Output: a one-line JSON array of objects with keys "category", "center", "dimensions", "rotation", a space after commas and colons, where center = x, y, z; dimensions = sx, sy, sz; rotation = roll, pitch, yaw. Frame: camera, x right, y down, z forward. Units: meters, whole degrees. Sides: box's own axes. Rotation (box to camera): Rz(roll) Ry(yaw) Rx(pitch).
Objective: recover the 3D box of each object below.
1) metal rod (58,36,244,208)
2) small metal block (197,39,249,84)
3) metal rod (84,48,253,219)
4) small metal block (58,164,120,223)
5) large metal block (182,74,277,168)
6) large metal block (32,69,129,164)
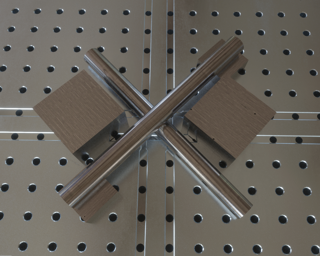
[{"category": "metal rod", "center": [-0.001, -0.017, 0.391], "dimensions": [0.301, 0.025, 0.025], "rotation": [-43, 76, -14]}, {"category": "small metal block", "center": [0.089, -0.092, 0.446], "dimensions": [0.050, 0.025, 0.050], "rotation": [-42, 76, -14]}, {"category": "metal rod", "center": [0.002, -0.002, 0.411], "dimensions": [0.025, 0.025, 0.300], "rotation": [-41, 75, -13]}, {"category": "small metal block", "center": [-0.086, 0.080, 0.382], "dimensions": [0.050, 0.025, 0.050], "rotation": [43, 75, 14]}, {"category": "large metal block", "center": [0.087, -0.009, 0.402], "dimensions": [0.080, 0.050, 0.080], "rotation": [41, 75, 13]}, {"category": "large metal block", "center": [-0.100, -0.014, 0.403], "dimensions": [0.080, 0.050, 0.080], "rotation": [-41, 75, -14]}]
